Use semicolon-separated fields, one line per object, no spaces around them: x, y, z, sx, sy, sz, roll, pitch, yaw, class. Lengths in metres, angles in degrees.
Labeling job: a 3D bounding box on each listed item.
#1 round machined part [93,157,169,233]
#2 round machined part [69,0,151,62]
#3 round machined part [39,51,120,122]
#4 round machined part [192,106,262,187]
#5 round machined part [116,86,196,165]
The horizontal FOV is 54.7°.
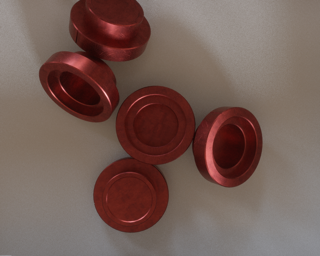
-0.038;0.088;0.403;0.099;0.042;0.097;0;90;0;round machined part
-0.058;-0.130;0.376;0.099;0.042;0.098;11;52;-15;round machined part
-0.094;-0.055;0.383;0.098;0.097;0.042;28;56;0;round machined part
0.080;0.022;0.389;0.099;0.042;0.097;-4;97;-33;round machined part
-0.004;-0.003;0.401;0.099;0.042;0.097;0;89;3;round machined part
